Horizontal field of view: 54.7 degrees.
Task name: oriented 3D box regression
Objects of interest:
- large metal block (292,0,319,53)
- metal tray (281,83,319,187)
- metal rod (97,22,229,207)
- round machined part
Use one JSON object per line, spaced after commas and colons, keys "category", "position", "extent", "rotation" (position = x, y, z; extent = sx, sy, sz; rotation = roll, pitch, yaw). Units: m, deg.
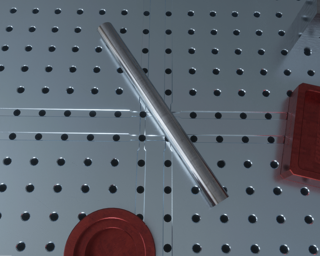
{"category": "large metal block", "position": [0.245, -0.150, 0.441], "extent": [0.080, 0.080, 0.050], "rotation": [9, 70, 3]}
{"category": "metal tray", "position": [0.216, 0.012, 0.407], "extent": [0.090, 0.030, 0.130], "rotation": [14, 70, 4]}
{"category": "metal rod", "position": [-0.004, -0.029, 0.422], "extent": [0.025, 0.025, 0.299], "rotation": [-30, 73, -11]}
{"category": "round machined part", "position": [-0.054, 0.142, 0.350], "extent": [0.099, 0.042, 0.098], "rotation": [0, 70, -1]}
